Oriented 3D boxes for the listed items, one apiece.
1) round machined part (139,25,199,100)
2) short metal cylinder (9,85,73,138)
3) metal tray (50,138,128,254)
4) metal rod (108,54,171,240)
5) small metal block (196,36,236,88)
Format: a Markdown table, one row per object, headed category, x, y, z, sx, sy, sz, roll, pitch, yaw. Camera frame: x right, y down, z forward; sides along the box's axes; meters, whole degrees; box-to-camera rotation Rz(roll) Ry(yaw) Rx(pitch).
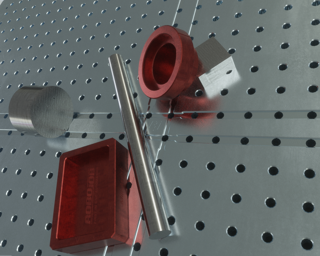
| category | x | y | z | sx | sy | sz | roll | pitch | yaw |
| --- | --- | --- | --- | --- | --- | --- | --- | --- | --- |
| round machined part | 0.015 | -0.085 | 0.422 | 0.098 | 0.042 | 0.097 | -12 | 75 | 53 |
| short metal cylinder | -0.183 | -0.026 | 0.483 | 0.050 | 0.080 | 0.080 | 6 | 65 | 30 |
| metal tray | -0.089 | 0.084 | 0.397 | 0.090 | 0.030 | 0.130 | -17 | 55 | 18 |
| metal rod | -0.037 | 0.001 | 0.424 | 0.025 | 0.025 | 0.299 | -26 | 53 | 11 |
| small metal block | 0.067 | -0.091 | 0.428 | 0.050 | 0.025 | 0.050 | -33 | 52 | 6 |
